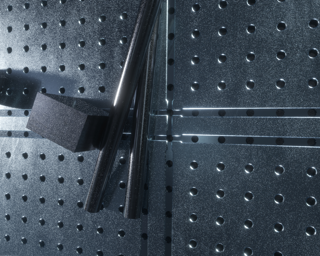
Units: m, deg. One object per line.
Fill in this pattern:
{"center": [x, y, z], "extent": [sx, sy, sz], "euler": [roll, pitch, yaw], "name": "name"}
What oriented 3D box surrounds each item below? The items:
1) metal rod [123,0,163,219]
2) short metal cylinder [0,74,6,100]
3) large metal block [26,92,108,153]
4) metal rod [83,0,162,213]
{"center": [-0.023, -0.027, 0.420], "extent": [0.025, 0.025, 0.298], "euler": [6, 92, 20], "name": "metal rod"}
{"center": [-0.292, -0.068, 0.486], "extent": [0.080, 0.080, 0.050], "euler": [21, 97, 18], "name": "short metal cylinder"}
{"center": [-0.117, -0.008, 0.425], "extent": [0.080, 0.080, 0.050], "euler": [24, 98, 18], "name": "large metal block"}
{"center": [-0.054, -0.022, 0.413], "extent": [0.025, 0.025, 0.298], "euler": [23, 104, 18], "name": "metal rod"}
